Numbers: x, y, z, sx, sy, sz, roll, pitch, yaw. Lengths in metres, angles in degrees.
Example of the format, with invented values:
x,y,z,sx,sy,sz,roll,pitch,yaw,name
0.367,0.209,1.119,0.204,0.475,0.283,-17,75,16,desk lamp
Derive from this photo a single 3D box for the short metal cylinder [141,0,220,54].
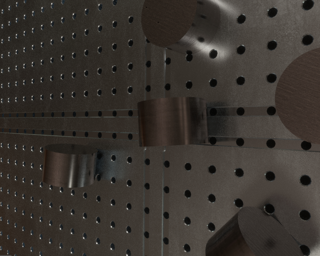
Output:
x,y,z,sx,sy,sz,roll,pitch,yaw,name
0.024,-0.133,0.372,0.080,0.050,0.079,0,90,39,short metal cylinder

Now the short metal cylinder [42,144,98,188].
x,y,z,sx,sy,sz,roll,pitch,yaw,name
-0.141,0.057,0.487,0.080,0.081,0.050,12,98,39,short metal cylinder

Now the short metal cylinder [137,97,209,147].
x,y,z,sx,sy,sz,roll,pitch,yaw,name
0.015,-0.005,0.359,0.080,0.081,0.050,-5,87,39,short metal cylinder

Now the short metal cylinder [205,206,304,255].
x,y,z,sx,sy,sz,roll,pitch,yaw,name
0.091,0.124,0.297,0.080,0.081,0.050,51,120,28,short metal cylinder

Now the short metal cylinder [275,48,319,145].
x,y,z,sx,sy,sz,roll,pitch,yaw,name
0.149,-0.026,0.269,0.080,0.050,0.079,0,90,39,short metal cylinder
